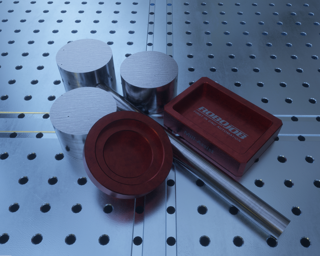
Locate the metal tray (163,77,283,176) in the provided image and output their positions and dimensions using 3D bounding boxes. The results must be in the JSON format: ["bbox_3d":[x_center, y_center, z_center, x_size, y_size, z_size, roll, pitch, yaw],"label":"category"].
[{"bbox_3d":[0.080,-0.008,0.410,0.130,0.030,0.090,36,59,26],"label":"metal tray"}]

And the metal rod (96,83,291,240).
[{"bbox_3d":[0.020,0.025,0.387,0.300,0.025,0.025,37,59,27],"label":"metal rod"}]

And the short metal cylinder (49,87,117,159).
[{"bbox_3d":[-0.093,-0.007,0.396,0.080,0.050,0.080,0,50,0],"label":"short metal cylinder"}]

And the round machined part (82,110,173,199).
[{"bbox_3d":[-0.038,0.032,0.355,0.099,0.042,0.098,8,64,-16],"label":"round machined part"}]

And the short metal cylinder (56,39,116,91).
[{"bbox_3d":[-0.109,-0.090,0.466,0.080,0.050,0.080,0,50,0],"label":"short metal cylinder"}]

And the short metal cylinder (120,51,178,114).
[{"bbox_3d":[-0.015,-0.066,0.446,0.080,0.050,0.080,0,50,0],"label":"short metal cylinder"}]
